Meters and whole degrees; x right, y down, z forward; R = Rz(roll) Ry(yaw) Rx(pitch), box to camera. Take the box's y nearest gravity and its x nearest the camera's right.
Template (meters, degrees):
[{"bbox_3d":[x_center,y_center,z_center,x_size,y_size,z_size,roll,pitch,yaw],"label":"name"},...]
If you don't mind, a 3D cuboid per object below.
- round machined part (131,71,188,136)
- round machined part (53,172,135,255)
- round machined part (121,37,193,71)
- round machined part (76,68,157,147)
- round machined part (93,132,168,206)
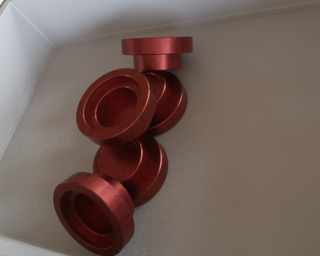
[{"bbox_3d":[-0.016,-0.040,0.424,0.098,0.042,0.098,-13,56,20],"label":"round machined part"},{"bbox_3d":[-0.069,0.091,0.348,0.098,0.097,0.042,7,27,30],"label":"round machined part"},{"bbox_3d":[-0.004,-0.104,0.434,0.098,0.099,0.042,8,108,31],"label":"round machined part"},{"bbox_3d":[-0.048,-0.021,0.374,0.098,0.042,0.098,-13,56,20],"label":"round machined part"},{"bbox_3d":[-0.043,0.046,0.385,0.098,0.042,0.098,-13,56,20],"label":"round machined part"}]
